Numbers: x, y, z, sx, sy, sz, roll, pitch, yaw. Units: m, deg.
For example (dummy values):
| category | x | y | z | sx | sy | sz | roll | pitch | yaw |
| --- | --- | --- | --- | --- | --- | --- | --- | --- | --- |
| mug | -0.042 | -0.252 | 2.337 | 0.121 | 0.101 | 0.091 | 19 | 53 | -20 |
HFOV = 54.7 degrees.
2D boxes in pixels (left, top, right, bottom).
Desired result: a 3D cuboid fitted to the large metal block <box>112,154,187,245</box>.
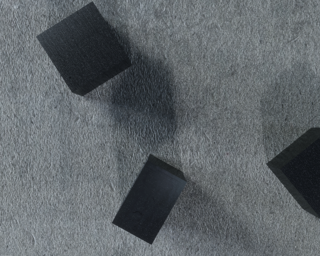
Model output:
| category | x | y | z | sx | sy | sz | roll | pitch | yaw |
| --- | --- | --- | --- | --- | --- | --- | --- | --- | --- |
| large metal block | -0.012 | 0.082 | 0.382 | 0.050 | 0.080 | 0.080 | 29 | 90 | 0 |

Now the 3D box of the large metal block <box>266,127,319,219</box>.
| category | x | y | z | sx | sy | sz | roll | pitch | yaw |
| --- | --- | --- | --- | --- | --- | --- | --- | --- | --- |
| large metal block | 0.202 | 0.055 | 0.399 | 0.080 | 0.050 | 0.080 | -39 | 90 | 0 |

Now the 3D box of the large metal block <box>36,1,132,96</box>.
| category | x | y | z | sx | sy | sz | roll | pitch | yaw |
| --- | --- | --- | --- | --- | --- | --- | --- | --- | --- |
| large metal block | -0.093 | -0.098 | 0.397 | 0.080 | 0.050 | 0.080 | -32 | 90 | 0 |
